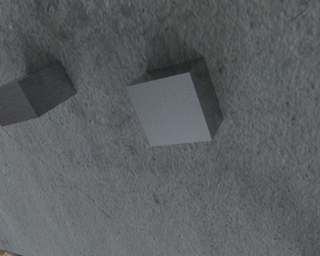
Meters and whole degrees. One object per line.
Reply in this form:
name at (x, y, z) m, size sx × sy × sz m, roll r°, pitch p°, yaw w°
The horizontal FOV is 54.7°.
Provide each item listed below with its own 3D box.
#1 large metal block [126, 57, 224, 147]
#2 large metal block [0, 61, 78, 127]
large metal block at (0.019, -0.028, 0.362) m, size 0.080 × 0.050 × 0.080 m, roll -8°, pitch 115°, yaw 31°
large metal block at (-0.180, -0.048, 0.434) m, size 0.080 × 0.080 × 0.050 m, roll -10°, pitch 114°, yaw 32°
